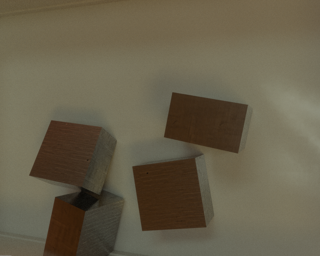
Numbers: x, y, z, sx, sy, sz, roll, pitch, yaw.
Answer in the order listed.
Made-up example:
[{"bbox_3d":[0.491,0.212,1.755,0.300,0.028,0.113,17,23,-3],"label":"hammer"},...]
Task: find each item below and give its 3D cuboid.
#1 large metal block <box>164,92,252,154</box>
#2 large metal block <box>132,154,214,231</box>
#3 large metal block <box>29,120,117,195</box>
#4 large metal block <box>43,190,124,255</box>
[{"bbox_3d":[0.060,-0.007,0.360,0.080,0.080,0.050,12,94,19],"label":"large metal block"},{"bbox_3d":[0.018,0.080,0.391,0.080,0.050,0.080,-10,87,19],"label":"large metal block"},{"bbox_3d":[-0.116,0.040,0.423,0.080,0.050,0.080,7,69,20],"label":"large metal block"},{"bbox_3d":[-0.099,0.131,0.413,0.050,0.080,0.080,16,96,27],"label":"large metal block"}]
